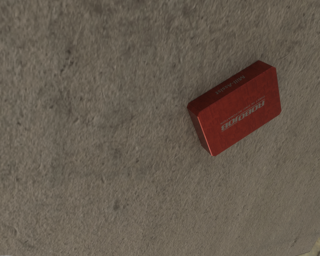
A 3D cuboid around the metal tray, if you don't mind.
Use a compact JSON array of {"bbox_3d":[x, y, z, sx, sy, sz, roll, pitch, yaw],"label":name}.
[{"bbox_3d":[0.111,-0.027,0.450,0.131,0.030,0.090,-32,129,-8],"label":"metal tray"}]
